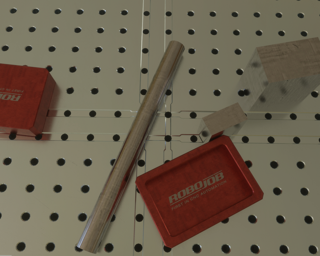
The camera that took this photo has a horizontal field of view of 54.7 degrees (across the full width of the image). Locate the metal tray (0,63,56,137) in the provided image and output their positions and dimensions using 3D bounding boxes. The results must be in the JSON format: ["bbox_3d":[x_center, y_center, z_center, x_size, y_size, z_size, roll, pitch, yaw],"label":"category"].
[{"bbox_3d":[-0.220,-0.042,0.422,0.131,0.030,0.090,7,70,2],"label":"metal tray"}]

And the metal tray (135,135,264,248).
[{"bbox_3d":[0.047,0.076,0.381,0.131,0.030,0.090,-25,72,-9],"label":"metal tray"}]

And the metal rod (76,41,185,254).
[{"bbox_3d":[-0.030,0.010,0.407,0.025,0.025,0.300,21,71,7],"label":"metal rod"}]

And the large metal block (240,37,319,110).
[{"bbox_3d":[0.161,-0.069,0.410,0.081,0.080,0.050,-11,71,-4],"label":"large metal block"}]

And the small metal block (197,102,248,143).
[{"bbox_3d":[0.079,-0.003,0.401,0.050,0.050,0.025,-24,72,-9],"label":"small metal block"}]
